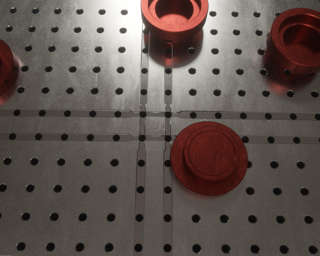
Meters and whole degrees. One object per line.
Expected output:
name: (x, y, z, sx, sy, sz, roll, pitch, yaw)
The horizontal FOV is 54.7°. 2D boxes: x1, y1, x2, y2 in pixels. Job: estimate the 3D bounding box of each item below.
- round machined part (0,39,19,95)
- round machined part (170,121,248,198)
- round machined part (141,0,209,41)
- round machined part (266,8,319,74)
round machined part: (-0.256, -0.089, 0.432, 0.099, 0.042, 0.098, 0, 70, -1)
round machined part: (0.062, 0.036, 0.390, 0.099, 0.042, 0.098, 0, 70, -1)
round machined part: (0.021, -0.172, 0.466, 0.099, 0.042, 0.098, 0, 70, -1)
round machined part: (0.203, -0.121, 0.450, 0.099, 0.042, 0.098, 0, 70, -1)
